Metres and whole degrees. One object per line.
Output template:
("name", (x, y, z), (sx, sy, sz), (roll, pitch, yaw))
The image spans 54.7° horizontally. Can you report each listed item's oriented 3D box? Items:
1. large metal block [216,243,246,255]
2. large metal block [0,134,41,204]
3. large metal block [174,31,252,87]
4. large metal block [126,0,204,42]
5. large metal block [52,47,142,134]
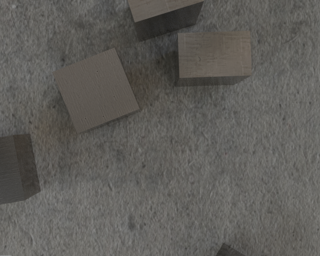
("large metal block", (0.101, 0.212, 0.399), (0.080, 0.050, 0.080), (31, 90, -1))
("large metal block", (-0.209, 0.054, 0.395), (0.080, 0.050, 0.080), (-10, 90, -1))
("large metal block", (0.061, -0.082, 0.383), (0.081, 0.080, 0.050), (-2, 90, -1))
("large metal block", (0.003, -0.153, 0.382), (0.080, 0.080, 0.050), (-18, 90, 0))
("large metal block", (-0.077, -0.045, 0.396), (0.080, 0.050, 0.080), (-22, 90, -1))
